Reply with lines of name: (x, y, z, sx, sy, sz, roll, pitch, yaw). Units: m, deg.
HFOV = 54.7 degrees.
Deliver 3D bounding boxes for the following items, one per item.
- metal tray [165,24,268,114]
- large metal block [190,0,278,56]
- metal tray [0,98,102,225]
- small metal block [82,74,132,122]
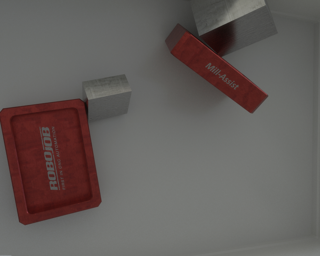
metal tray: (0.070, -0.079, 0.401, 0.130, 0.090, 0.030, 33, 108, -17)
large metal block: (0.096, -0.141, 0.395, 0.080, 0.080, 0.050, 14, 60, -60)
metal tray: (-0.125, 0.036, 0.361, 0.091, 0.030, 0.129, -10, 94, -20)
small metal block: (-0.065, -0.035, 0.371, 0.050, 0.050, 0.025, -14, 66, -20)
